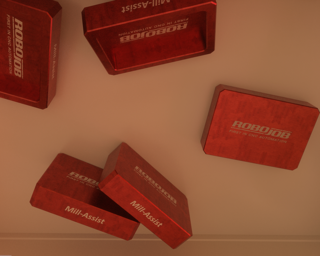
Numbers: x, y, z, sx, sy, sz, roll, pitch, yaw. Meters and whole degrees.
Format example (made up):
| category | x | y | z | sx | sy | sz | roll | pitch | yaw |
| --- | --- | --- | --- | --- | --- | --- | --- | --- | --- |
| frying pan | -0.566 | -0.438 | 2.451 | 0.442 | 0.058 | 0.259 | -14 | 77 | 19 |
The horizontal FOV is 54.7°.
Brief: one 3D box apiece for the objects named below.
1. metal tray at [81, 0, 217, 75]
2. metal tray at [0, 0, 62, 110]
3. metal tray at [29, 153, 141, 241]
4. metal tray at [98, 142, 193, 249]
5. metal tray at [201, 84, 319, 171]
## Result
| category | x | y | z | sx | sy | sz | roll | pitch | yaw |
| --- | --- | --- | --- | --- | --- | --- | --- | --- | --- |
| metal tray | -0.007 | -0.104 | 0.338 | 0.131 | 0.090 | 0.030 | -12 | 71 | 4 |
| metal tray | -0.164 | -0.088 | 0.349 | 0.091 | 0.030 | 0.129 | 16 | 132 | -6 |
| metal tray | -0.088 | 0.087 | 0.407 | 0.131 | 0.090 | 0.030 | 23 | 109 | -9 |
| metal tray | -0.016 | 0.086 | 0.407 | 0.030 | 0.090 | 0.130 | -43 | 105 | 14 |
| metal tray | 0.128 | 0.000 | 0.410 | 0.131 | 0.030 | 0.089 | 11 | 110 | -4 |
